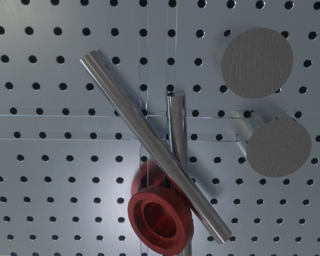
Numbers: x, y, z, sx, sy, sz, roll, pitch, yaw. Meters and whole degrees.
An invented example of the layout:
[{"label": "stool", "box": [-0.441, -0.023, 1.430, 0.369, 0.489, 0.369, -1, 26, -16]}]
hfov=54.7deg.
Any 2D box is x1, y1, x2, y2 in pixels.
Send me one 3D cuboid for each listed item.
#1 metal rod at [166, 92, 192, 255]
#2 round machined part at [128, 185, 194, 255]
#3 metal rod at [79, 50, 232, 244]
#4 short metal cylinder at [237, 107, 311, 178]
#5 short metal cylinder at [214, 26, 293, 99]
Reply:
[{"label": "metal rod", "box": [0.030, 0.096, 0.448, 0.025, 0.025, 0.298, -4, 110, 1]}, {"label": "round machined part", "box": [0.005, 0.124, 0.434, 0.098, 0.042, 0.097, 15, 117, 32]}, {"label": "metal rod", "box": [-0.001, 0.031, 0.402, 0.025, 0.025, 0.299, -35, 99, 12]}, {"label": "short metal cylinder", "box": [0.147, 0.018, 0.408, 0.081, 0.050, 0.079, 0, 110, 0]}, {"label": "short metal cylinder", "box": [0.109, -0.080, 0.371, 0.081, 0.050, 0.079, 0, 110, 0]}]
